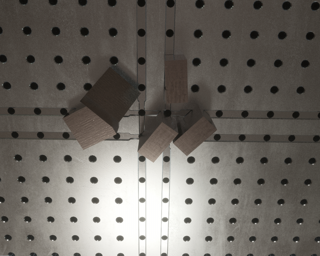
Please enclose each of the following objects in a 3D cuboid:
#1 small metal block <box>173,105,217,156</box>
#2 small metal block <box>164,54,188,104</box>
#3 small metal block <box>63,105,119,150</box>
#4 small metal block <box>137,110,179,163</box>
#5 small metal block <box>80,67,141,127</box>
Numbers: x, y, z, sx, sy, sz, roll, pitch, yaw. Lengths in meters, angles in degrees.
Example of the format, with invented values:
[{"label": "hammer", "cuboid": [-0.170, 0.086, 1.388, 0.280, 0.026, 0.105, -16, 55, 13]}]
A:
[{"label": "small metal block", "cuboid": [0.043, 0.002, 0.401, 0.050, 0.050, 0.025, -43, 105, 14]}, {"label": "small metal block", "cuboid": [0.019, -0.061, 0.378, 0.025, 0.050, 0.050, -3, 110, 1]}, {"label": "small metal block", "cuboid": [-0.090, -0.006, 0.410, 0.050, 0.025, 0.050, -26, 109, 8]}, {"label": "small metal block", "cuboid": [-0.003, 0.010, 0.404, 0.025, 0.050, 0.050, 36, 106, -13]}, {"label": "small metal block", "cuboid": [-0.061, -0.038, 0.384, 0.050, 0.025, 0.050, 40, 61, -14]}]
